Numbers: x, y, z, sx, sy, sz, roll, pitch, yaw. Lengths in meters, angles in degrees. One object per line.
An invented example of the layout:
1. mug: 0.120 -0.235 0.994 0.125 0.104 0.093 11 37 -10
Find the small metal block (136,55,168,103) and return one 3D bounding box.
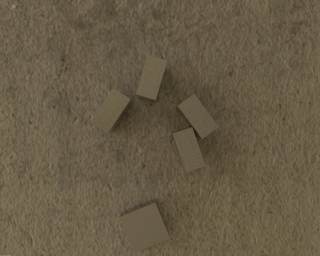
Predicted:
1. small metal block: -0.010 -0.061 0.397 0.025 0.050 0.050 17 90 0

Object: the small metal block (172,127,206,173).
1. small metal block: 0.035 0.026 0.398 0.025 0.050 0.050 -19 90 0

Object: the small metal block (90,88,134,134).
1. small metal block: -0.060 -0.021 0.397 0.025 0.050 0.050 34 90 -1

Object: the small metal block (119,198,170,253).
1. small metal block: -0.020 0.128 0.410 0.050 0.025 0.050 -23 90 -1

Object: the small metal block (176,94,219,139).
1. small metal block: 0.046 -0.014 0.398 0.025 0.050 0.050 -36 90 0
